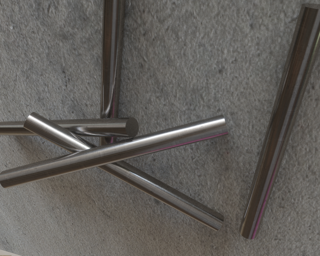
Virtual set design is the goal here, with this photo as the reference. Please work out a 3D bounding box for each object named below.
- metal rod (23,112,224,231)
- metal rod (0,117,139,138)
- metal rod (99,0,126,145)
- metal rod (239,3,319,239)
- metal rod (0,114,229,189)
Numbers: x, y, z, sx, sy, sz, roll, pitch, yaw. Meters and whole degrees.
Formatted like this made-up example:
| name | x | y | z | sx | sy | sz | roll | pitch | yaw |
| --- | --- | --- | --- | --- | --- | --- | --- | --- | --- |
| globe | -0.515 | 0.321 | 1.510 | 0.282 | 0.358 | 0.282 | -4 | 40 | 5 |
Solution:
| name | x | y | z | sx | sy | sz | roll | pitch | yaw |
| --- | --- | --- | --- | --- | --- | --- | --- | --- | --- |
| metal rod | -0.045 | 0.063 | 0.430 | 0.301 | 0.025 | 0.025 | 30 | 129 | -6 |
| metal rod | -0.157 | 0.000 | 0.466 | 0.300 | 0.025 | 0.025 | 0 | 119 | 35 |
| metal rod | -0.061 | -0.078 | 0.389 | 0.025 | 0.025 | 0.298 | 20 | 126 | 16 |
| metal rod | 0.130 | 0.019 | 0.349 | 0.025 | 0.025 | 0.298 | 16 | 125 | 19 |
| metal rod | -0.066 | 0.033 | 0.392 | 0.301 | 0.025 | 0.025 | -14 | 113 | 11 |
